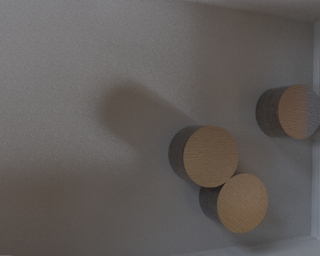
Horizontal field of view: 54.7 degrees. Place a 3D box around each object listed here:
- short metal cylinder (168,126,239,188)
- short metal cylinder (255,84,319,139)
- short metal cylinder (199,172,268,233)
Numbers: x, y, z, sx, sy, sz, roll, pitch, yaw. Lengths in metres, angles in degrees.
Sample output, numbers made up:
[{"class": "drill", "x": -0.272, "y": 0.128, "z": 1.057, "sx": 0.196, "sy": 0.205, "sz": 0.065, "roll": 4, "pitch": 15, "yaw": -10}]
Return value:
[{"class": "short metal cylinder", "x": 0.058, "y": 0.036, "z": 0.420, "sx": 0.081, "sy": 0.050, "sz": 0.079, "roll": 0, "pitch": 90, "yaw": -20}, {"class": "short metal cylinder", "x": 0.195, "y": -0.024, "z": 0.471, "sx": 0.081, "sy": 0.050, "sz": 0.079, "roll": 0, "pitch": 90, "yaw": -21}, {"class": "short metal cylinder", "x": 0.103, "y": 0.100, "z": 0.437, "sx": 0.081, "sy": 0.050, "sz": 0.079, "roll": 0, "pitch": 90, "yaw": -21}]
